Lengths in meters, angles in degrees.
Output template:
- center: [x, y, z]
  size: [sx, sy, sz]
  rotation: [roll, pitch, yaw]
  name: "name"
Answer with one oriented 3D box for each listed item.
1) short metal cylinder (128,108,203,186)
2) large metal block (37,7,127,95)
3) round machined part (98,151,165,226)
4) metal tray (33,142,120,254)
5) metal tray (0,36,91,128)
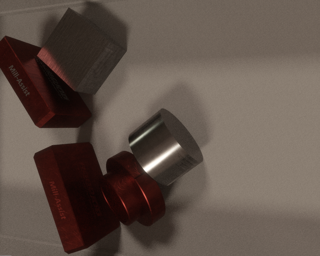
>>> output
- center: [0.008, 0.023, 0.378]
  size: [0.050, 0.080, 0.080]
  rotation: [-39, 78, 16]
  name: "short metal cylinder"
- center: [-0.109, -0.105, 0.434]
  size: [0.080, 0.050, 0.080]
  rotation: [42, 103, 15]
  name: "large metal block"
- center: [-0.041, 0.081, 0.385]
  size: [0.098, 0.042, 0.097]
  rotation: [38, 144, 35]
  name: "round machined part"
- center: [-0.107, 0.086, 0.412]
  size: [0.030, 0.090, 0.129]
  rotation: [-24, 82, 18]
  name: "metal tray"
- center: [-0.161, -0.060, 0.431]
  size: [0.030, 0.090, 0.130]
  rotation: [-39, 78, 16]
  name: "metal tray"
